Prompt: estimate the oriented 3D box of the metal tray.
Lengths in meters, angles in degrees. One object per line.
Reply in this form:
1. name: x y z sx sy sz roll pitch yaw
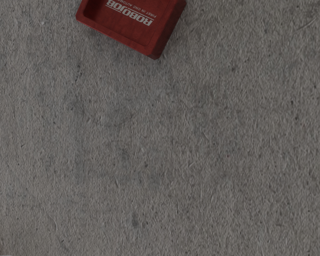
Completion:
1. metal tray: -0.042 -0.161 0.420 0.130 0.030 0.090 30 100 17
